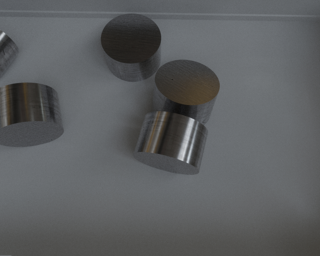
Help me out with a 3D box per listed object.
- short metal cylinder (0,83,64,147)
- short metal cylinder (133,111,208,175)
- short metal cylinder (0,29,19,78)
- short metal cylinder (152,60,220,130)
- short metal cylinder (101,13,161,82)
[{"bbox_3d":[-0.165,-0.014,0.384,0.081,0.080,0.050,-13,71,-5],"label":"short metal cylinder"},{"bbox_3d":[0.013,0.020,0.373,0.080,0.080,0.050,14,71,5],"label":"short metal cylinder"},{"bbox_3d":[-0.242,-0.107,0.417,0.080,0.080,0.050,24,72,8],"label":"short metal cylinder"},{"bbox_3d":[0.032,-0.043,0.400,0.081,0.050,0.080,3,52,-4],"label":"short metal cylinder"},{"bbox_3d":[-0.039,-0.112,0.437,0.081,0.050,0.080,0,70,0],"label":"short metal cylinder"}]
